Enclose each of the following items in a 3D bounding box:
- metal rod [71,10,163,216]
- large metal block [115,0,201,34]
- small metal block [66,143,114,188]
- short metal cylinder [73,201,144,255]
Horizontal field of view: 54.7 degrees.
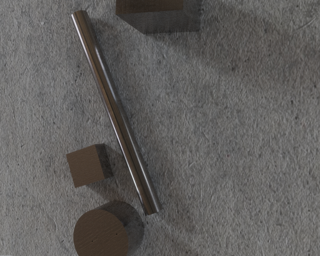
[{"bbox_3d":[-0.062,-0.026,0.430,0.025,0.025,0.299,-24,82,18],"label":"metal rod"},{"bbox_3d":[0.002,-0.153,0.379,0.080,0.080,0.050,4,91,20],"label":"large metal block"},{"bbox_3d":[-0.101,0.054,0.444,0.050,0.025,0.050,-19,84,19],"label":"small metal block"},{"bbox_3d":[-0.068,0.144,0.420,0.080,0.050,0.079,0,90,20],"label":"short metal cylinder"}]
